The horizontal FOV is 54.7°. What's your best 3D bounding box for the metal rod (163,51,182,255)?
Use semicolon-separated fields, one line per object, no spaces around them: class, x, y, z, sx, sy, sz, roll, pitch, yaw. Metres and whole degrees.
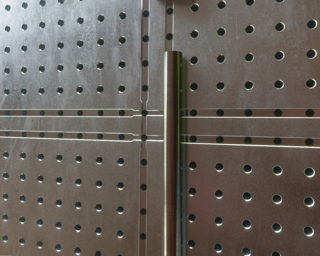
metal rod;0.017;0.051;0.405;0.025;0.025;0.298;0;90;19
